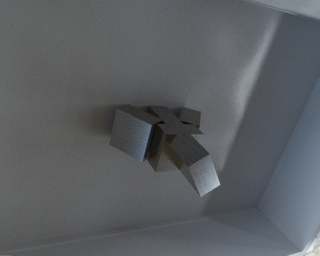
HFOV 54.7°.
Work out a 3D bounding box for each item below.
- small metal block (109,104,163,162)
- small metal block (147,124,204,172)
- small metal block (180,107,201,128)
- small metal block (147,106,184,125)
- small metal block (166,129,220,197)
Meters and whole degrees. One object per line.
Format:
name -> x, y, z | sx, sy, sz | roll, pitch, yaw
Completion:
small metal block -> -0.030, 0.006, 0.374 | 0.025, 0.050, 0.050 | -27, 138, -56
small metal block -> 0.018, 0.023, 0.364 | 0.050, 0.025, 0.050 | 1, 118, -29
small metal block -> 0.034, 0.006, 0.410 | 0.025, 0.050, 0.050 | 16, 115, 2
small metal block -> 0.001, 0.005, 0.393 | 0.025, 0.050, 0.050 | 1, 118, -29
small metal block -> 0.036, 0.037, 0.335 | 0.025, 0.050, 0.050 | -31, 128, -8
